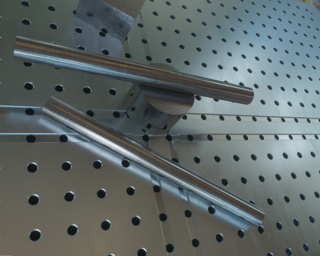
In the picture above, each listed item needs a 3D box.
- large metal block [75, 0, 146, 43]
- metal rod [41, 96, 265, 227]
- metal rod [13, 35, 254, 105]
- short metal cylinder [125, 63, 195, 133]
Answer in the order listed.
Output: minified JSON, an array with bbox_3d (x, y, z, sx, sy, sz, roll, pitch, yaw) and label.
[{"bbox_3d":[-0.071,-0.190,0.471,0.080,0.050,0.080,27,52,-12],"label":"large metal block"},{"bbox_3d":[0.000,0.046,0.381,0.301,0.025,0.025,29,52,-10],"label":"metal rod"},{"bbox_3d":[-0.011,-0.064,0.377,0.302,0.025,0.025,8,59,-25],"label":"metal rod"},{"bbox_3d":[-0.001,-0.040,0.417,0.081,0.050,0.080,14,56,-21],"label":"short metal cylinder"}]
